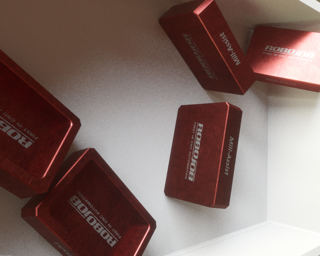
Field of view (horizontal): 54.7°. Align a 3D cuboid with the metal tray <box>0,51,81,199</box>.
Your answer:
[{"bbox_3d":[-0.138,-0.011,0.266,0.130,0.030,0.090,47,39,-30],"label":"metal tray"}]

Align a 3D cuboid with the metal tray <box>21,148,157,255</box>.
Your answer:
[{"bbox_3d":[-0.066,0.097,0.328,0.130,0.030,0.090,55,44,-21],"label":"metal tray"}]

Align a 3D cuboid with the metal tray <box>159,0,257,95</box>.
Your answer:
[{"bbox_3d":[0.064,-0.105,0.416,0.030,0.090,0.130,-47,119,-13],"label":"metal tray"}]

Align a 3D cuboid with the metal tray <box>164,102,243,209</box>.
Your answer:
[{"bbox_3d":[0.056,0.034,0.413,0.030,0.090,0.129,17,79,-39],"label":"metal tray"}]

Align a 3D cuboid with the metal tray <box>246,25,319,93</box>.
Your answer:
[{"bbox_3d":[0.214,-0.118,0.517,0.090,0.130,0.030,-70,158,-11],"label":"metal tray"}]
